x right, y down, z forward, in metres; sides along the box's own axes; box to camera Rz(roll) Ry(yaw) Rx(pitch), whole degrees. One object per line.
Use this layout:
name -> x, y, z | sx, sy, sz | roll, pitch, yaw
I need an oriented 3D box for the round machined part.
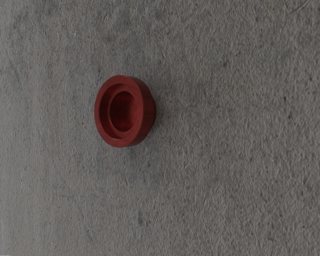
round machined part -> -0.044, -0.023, 0.432 | 0.098, 0.042, 0.097 | 0, 90, 40
